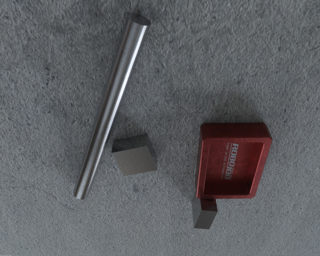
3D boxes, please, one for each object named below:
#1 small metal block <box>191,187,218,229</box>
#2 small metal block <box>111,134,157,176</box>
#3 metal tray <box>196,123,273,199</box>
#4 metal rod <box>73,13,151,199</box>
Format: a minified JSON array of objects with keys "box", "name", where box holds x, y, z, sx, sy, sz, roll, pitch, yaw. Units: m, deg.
[{"box":[0.071,0.127,0.500,0.025,0.050,0.050,7,130,-6],"name":"small metal block"},{"box":[-0.035,0.039,0.440,0.050,0.025,0.050,-12,130,9],"name":"small metal block"},{"box":[0.101,0.052,0.449,0.091,0.030,0.129,-1,130,0],"name":"metal tray"},{"box":[-0.073,-0.003,0.403,0.025,0.025,0.298,16,128,-13],"name":"metal rod"}]
